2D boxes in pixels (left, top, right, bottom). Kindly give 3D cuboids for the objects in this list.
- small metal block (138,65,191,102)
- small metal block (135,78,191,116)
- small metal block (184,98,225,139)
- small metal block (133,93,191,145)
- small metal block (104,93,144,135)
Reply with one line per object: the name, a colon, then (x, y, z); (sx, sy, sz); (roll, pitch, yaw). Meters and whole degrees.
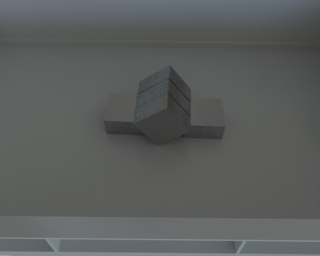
small metal block: (0.007, -0.049, 0.414); (0.050, 0.050, 0.025); (-23, 43, 28)
small metal block: (0.005, -0.029, 0.398); (0.050, 0.050, 0.025); (-24, 43, 28)
small metal block: (0.058, -0.014, 0.416); (0.050, 0.025, 0.050); (2, 50, 1)
small metal block: (0.003, -0.010, 0.382); (0.050, 0.050, 0.025); (-24, 43, 28)
small metal block: (-0.045, -0.019, 0.419); (0.050, 0.025, 0.050); (3, 50, 2)
